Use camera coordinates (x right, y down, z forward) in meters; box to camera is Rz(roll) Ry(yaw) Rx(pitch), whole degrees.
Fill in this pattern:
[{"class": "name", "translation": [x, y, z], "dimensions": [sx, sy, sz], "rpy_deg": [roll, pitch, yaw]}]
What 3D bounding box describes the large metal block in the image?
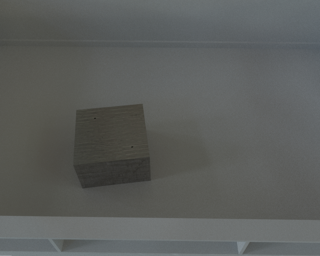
[{"class": "large metal block", "translation": [-0.056, 0.020, 0.372], "dimensions": [0.080, 0.050, 0.080], "rpy_deg": [-6, 50, -5]}]
